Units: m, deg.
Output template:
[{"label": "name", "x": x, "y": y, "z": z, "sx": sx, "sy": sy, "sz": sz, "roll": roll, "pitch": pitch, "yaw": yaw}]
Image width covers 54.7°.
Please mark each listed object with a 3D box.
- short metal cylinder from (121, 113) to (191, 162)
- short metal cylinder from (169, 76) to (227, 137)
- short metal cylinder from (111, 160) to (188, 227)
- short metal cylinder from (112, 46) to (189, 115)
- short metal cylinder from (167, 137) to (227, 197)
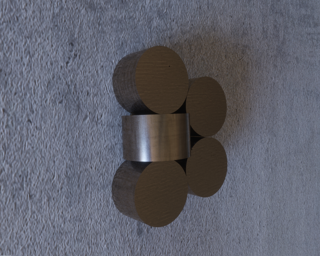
[{"label": "short metal cylinder", "x": -0.004, "y": 0.009, "z": 0.367, "sx": 0.081, "sy": 0.080, "sz": 0.050, "roll": -4, "pitch": 93, "yaw": -40}, {"label": "short metal cylinder", "x": 0.047, "y": -0.028, "z": 0.428, "sx": 0.081, "sy": 0.050, "sz": 0.079, "roll": -1, "pitch": 91, "yaw": -40}, {"label": "short metal cylinder", "x": -0.012, "y": 0.075, "z": 0.380, "sx": 0.081, "sy": 0.050, "sz": 0.080, "roll": -1, "pitch": 91, "yaw": -39}, {"label": "short metal cylinder", "x": -0.011, "y": -0.056, "z": 0.380, "sx": 0.081, "sy": 0.050, "sz": 0.080, "roll": -1, "pitch": 91, "yaw": -39}, {"label": "short metal cylinder", "x": 0.048, "y": 0.052, "z": 0.429, "sx": 0.081, "sy": 0.050, "sz": 0.079, "roll": -1, "pitch": 91, "yaw": -39}]
